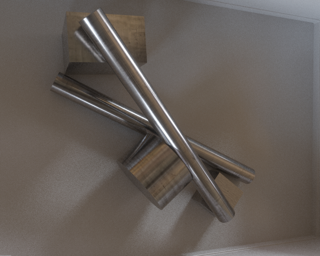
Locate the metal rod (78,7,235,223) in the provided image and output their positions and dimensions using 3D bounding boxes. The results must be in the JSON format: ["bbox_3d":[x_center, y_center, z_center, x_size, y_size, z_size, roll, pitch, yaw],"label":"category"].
[{"bbox_3d":[0.012,0.005,0.352,0.025,0.025,0.299,-42,116,-15],"label":"metal rod"}]

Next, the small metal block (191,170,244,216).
[{"bbox_3d":[0.082,0.096,0.441,0.050,0.025,0.050,40,77,-16],"label":"small metal block"}]

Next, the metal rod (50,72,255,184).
[{"bbox_3d":[0.004,0.008,0.412,0.301,0.025,0.025,26,81,-19],"label":"metal rod"}]

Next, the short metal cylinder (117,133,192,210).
[{"bbox_3d":[-0.007,0.053,0.377,0.050,0.080,0.080,-42,104,-15],"label":"short metal cylinder"}]

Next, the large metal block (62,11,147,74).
[{"bbox_3d":[-0.067,-0.093,0.356,0.081,0.080,0.050,-4,92,-20],"label":"large metal block"}]
